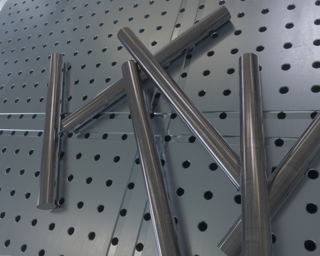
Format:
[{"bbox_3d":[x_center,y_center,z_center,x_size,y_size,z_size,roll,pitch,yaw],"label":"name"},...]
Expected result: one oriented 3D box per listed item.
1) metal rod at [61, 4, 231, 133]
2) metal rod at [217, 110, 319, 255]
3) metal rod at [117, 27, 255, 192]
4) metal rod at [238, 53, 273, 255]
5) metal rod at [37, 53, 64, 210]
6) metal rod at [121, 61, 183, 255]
[{"bbox_3d":[-0.024,-0.088,0.475,0.300,0.025,0.025,-35,51,5],"label":"metal rod"},{"bbox_3d":[0.161,0.008,0.318,0.025,0.025,0.300,34,81,38],"label":"metal rod"},{"bbox_3d":[0.018,-0.044,0.405,0.025,0.025,0.300,-37,57,3],"label":"metal rod"},{"bbox_3d":[0.094,0.031,0.314,0.025,0.025,0.300,-9,50,24],"label":"metal rod"},{"bbox_3d":[-0.176,-0.013,0.510,0.025,0.025,0.300,-21,54,16],"label":"metal rod"},{"bbox_3d":[-0.013,0.035,0.378,0.025,0.025,0.299,-23,58,14],"label":"metal rod"}]
